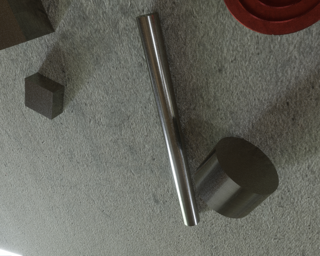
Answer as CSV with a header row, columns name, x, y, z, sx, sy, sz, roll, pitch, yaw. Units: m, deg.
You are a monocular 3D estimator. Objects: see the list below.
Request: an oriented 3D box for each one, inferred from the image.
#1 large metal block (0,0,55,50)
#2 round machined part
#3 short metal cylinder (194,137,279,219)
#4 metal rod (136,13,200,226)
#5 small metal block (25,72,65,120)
name,x,y,z,sx,sy,sz,roll,pitch,yaw
large metal block,-0.199,-0.149,0.401,0.080,0.050,0.080,-5,116,30
round machined part,0.103,-0.132,0.259,0.098,0.042,0.097,13,124,20
short metal cylinder,0.088,0.056,0.359,0.080,0.080,0.050,34,129,5
metal rod,0.017,0.008,0.401,0.025,0.025,0.298,1,119,27
small metal block,-0.174,-0.048,0.467,0.050,0.025,0.050,27,128,11
